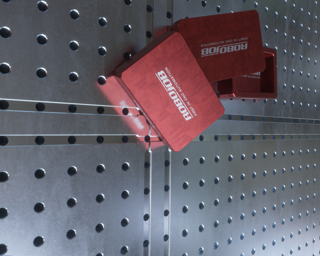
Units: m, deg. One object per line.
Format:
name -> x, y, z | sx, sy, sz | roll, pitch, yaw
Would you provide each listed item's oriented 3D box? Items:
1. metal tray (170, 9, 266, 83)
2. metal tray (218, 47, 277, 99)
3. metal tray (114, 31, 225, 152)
metal tray -> 0.086, -0.116, 0.449 | 0.131, 0.030, 0.090 | -14, 100, -19
metal tray -> 0.153, -0.095, 0.531 | 0.131, 0.030, 0.090 | -3, 92, -40
metal tray -> 0.016, -0.044, 0.397 | 0.090, 0.030, 0.130 | -40, 116, -8
